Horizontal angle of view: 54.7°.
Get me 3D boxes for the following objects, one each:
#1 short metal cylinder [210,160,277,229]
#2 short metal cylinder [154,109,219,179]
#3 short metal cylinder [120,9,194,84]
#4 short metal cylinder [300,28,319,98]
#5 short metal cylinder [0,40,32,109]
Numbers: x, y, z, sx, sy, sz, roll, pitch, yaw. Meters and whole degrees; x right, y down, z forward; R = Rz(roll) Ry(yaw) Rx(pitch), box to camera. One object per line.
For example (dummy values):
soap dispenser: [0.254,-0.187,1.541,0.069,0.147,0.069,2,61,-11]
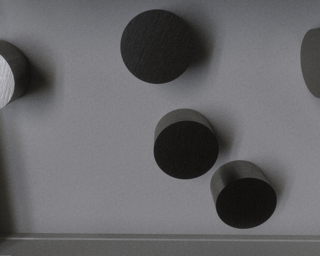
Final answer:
short metal cylinder: [0.114,0.092,0.433,0.081,0.050,0.079,0,110,0]
short metal cylinder: [0.032,0.020,0.405,0.081,0.050,0.079,0,110,0]
short metal cylinder: [-0.003,-0.096,0.362,0.081,0.050,0.079,0,110,0]
short metal cylinder: [0.203,-0.078,0.355,0.050,0.080,0.079,-10,110,4]
short metal cylinder: [-0.205,-0.064,0.372,0.081,0.050,0.079,0,110,0]
